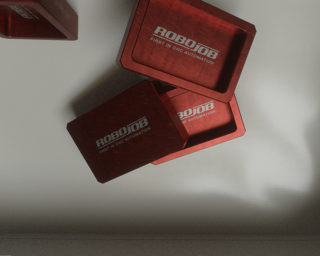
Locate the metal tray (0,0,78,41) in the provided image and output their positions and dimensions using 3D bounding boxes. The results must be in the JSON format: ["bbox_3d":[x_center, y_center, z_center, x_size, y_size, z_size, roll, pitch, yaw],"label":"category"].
[{"bbox_3d":[-0.142,-0.118,0.308,0.091,0.130,0.030,1,92,-1],"label":"metal tray"}]

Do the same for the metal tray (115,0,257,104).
[{"bbox_3d":[0.029,-0.088,0.332,0.131,0.030,0.089,17,97,-19],"label":"metal tray"}]

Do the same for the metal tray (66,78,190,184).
[{"bbox_3d":[-0.041,0.005,0.386,0.130,0.030,0.090,-26,97,22],"label":"metal tray"}]

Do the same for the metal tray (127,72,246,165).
[{"bbox_3d":[0.035,-0.014,0.403,0.131,0.030,0.090,-20,109,6],"label":"metal tray"}]
